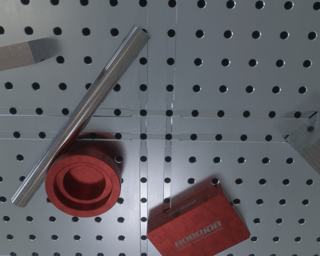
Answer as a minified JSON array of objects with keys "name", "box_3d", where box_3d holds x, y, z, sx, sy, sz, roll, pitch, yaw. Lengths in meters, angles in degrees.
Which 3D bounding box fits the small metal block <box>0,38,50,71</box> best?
[{"name":"small metal block","box_3d":[-0.166,-0.087,0.366,0.050,0.050,0.025,-11,110,4]}]

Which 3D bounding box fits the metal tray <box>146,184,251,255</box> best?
[{"name":"metal tray","box_3d":[0.057,0.153,0.468,0.130,0.030,0.090,-31,108,10]}]

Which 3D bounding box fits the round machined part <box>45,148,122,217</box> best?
[{"name":"round machined part","box_3d":[-0.102,0.071,0.427,0.099,0.042,0.097,-2,113,-3]}]

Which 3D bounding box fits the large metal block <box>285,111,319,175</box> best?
[{"name":"large metal block","box_3d":[0.232,0.024,0.411,0.080,0.050,0.080,43,104,-14]}]

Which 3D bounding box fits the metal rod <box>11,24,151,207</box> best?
[{"name":"metal rod","box_3d":[-0.112,-0.005,0.410,0.025,0.025,0.299,36,106,-12]}]
